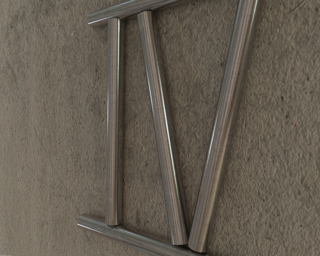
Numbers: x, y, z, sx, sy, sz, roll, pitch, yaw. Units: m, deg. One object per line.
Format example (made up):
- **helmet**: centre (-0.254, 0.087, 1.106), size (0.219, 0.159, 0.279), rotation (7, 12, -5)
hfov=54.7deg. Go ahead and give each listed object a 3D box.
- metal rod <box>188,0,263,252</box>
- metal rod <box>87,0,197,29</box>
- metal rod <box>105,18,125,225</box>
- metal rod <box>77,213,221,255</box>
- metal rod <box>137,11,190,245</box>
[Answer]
- **metal rod**: centre (0.072, -0.005, 0.345), size (0.025, 0.025, 0.298), rotation (17, 101, 38)
- **metal rod**: centre (0.011, -0.167, 0.396), size (0.300, 0.025, 0.025), rotation (2, 91, 39)
- **metal rod**: centre (-0.066, -0.009, 0.458), size (0.025, 0.025, 0.298), rotation (1, 91, 39)
- **metal rod**: centre (-0.009, 0.155, 0.410), size (0.300, 0.025, 0.025), rotation (2, 91, 39)
- **metal rod**: centre (0.004, -0.006, 0.400), size (0.025, 0.025, 0.298), rotation (-15, 81, 39)
